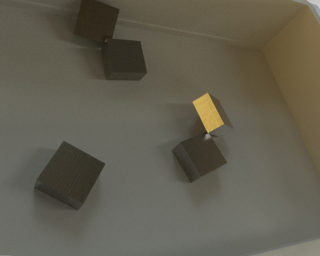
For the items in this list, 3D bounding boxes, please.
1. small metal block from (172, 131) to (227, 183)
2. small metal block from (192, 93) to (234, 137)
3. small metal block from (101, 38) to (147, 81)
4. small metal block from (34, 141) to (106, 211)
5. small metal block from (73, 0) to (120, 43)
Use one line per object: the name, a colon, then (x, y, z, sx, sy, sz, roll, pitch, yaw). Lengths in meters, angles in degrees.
small metal block: (0.052, 0.038, 0.411, 0.050, 0.025, 0.050, -20, 72, -35)
small metal block: (0.077, -0.018, 0.443, 0.050, 0.025, 0.050, 15, 48, -61)
small metal block: (-0.050, -0.094, 0.430, 0.050, 0.025, 0.050, -4, 75, -30)
small metal block: (-0.094, 0.050, 0.325, 0.050, 0.025, 0.050, 31, 52, -9)
small metal block: (-0.089, -0.147, 0.430, 0.050, 0.025, 0.050, 13, 100, -21)
